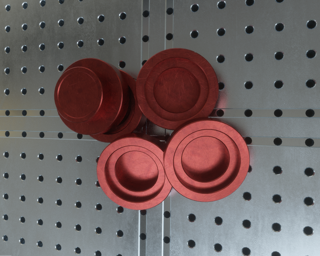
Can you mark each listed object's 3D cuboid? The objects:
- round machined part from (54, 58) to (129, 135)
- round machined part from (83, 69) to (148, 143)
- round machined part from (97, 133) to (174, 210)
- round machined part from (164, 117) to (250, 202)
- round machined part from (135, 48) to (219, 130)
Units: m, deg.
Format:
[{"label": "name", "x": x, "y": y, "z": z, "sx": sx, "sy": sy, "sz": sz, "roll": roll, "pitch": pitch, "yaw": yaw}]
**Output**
[{"label": "round machined part", "x": -0.092, "y": -0.040, "z": 0.390, "sx": 0.098, "sy": 0.042, "sz": 0.097, "roll": 0, "pitch": 90, "yaw": 19}, {"label": "round machined part", "x": -0.060, "y": -0.030, "z": 0.423, "sx": 0.098, "sy": 0.042, "sz": 0.097, "roll": 0, "pitch": 90, "yaw": 19}, {"label": "round machined part", "x": -0.028, "y": 0.053, "z": 0.403, "sx": 0.098, "sy": 0.042, "sz": 0.097, "roll": 2, "pitch": 104, "yaw": 9}, {"label": "round machined part", "x": 0.053, "y": 0.035, "z": 0.372, "sx": 0.099, "sy": 0.042, "sz": 0.097, "roll": 0, "pitch": 100, "yaw": -2}, {"label": "round machined part", "x": 0.021, "y": -0.046, "z": 0.386, "sx": 0.099, "sy": 0.042, "sz": 0.097, "roll": 0, "pitch": 91, "yaw": 3}]
